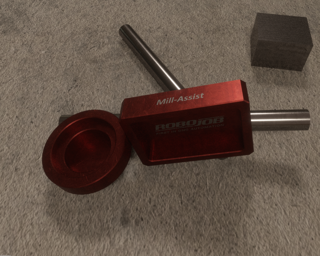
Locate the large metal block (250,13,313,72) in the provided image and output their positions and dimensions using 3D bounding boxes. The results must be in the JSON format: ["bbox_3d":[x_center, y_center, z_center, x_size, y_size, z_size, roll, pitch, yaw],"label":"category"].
[{"bbox_3d":[0.196,-0.142,0.509,0.080,0.050,0.080,8,50,6],"label":"large metal block"}]

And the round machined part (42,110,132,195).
[{"bbox_3d":[-0.079,0.030,0.355,0.098,0.042,0.098,-7,56,12],"label":"round machined part"}]

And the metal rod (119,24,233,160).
[{"bbox_3d":[0.011,-0.071,0.462,0.025,0.025,0.300,-23,54,-18],"label":"metal rod"}]

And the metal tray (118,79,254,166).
[{"bbox_3d":[0.032,-0.001,0.340,0.130,0.090,0.030,-8,48,13],"label":"metal tray"}]

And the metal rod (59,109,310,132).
[{"bbox_3d":[0.022,-0.007,0.383,0.302,0.025,0.025,-1,50,9],"label":"metal rod"}]
